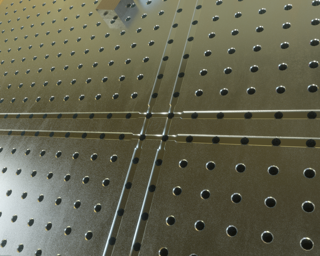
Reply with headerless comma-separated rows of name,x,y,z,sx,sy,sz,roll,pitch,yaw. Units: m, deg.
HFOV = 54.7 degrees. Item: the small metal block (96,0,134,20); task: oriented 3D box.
small metal block,-0.087,-0.238,0.598,0.050,0.025,0.050,17,71,34
